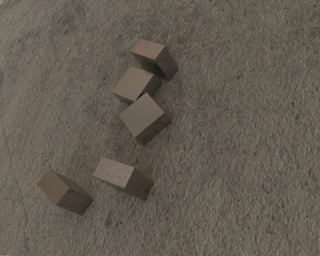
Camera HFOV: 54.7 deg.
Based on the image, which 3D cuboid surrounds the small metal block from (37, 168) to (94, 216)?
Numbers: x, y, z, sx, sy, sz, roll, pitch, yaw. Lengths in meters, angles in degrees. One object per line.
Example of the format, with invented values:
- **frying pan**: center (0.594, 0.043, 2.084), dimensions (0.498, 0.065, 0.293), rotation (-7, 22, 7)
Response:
- **small metal block**: center (-0.122, 0.083, 0.401), dimensions (0.050, 0.050, 0.025), rotation (29, 78, 37)

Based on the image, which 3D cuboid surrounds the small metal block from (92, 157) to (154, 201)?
- **small metal block**: center (-0.043, 0.062, 0.373), dimensions (0.050, 0.050, 0.025), rotation (13, 69, 33)

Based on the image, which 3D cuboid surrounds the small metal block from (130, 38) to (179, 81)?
- **small metal block**: center (-0.007, -0.099, 0.453), dimensions (0.050, 0.050, 0.025), rotation (28, 77, 37)

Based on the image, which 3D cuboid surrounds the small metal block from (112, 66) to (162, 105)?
- **small metal block**: center (-0.034, -0.059, 0.458), dimensions (0.050, 0.025, 0.050), rotation (24, 75, 36)

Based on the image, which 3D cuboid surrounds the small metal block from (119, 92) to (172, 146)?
- **small metal block**: center (-0.020, -0.013, 0.423), dimensions (0.050, 0.025, 0.050), rotation (-40, 51, 1)
